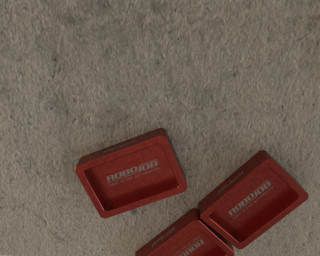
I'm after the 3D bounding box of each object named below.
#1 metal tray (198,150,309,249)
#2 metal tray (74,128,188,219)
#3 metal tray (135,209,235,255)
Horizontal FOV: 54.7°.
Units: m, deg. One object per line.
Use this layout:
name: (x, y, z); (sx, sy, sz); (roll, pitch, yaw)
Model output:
metal tray: (0.132, 0.106, 0.447); (0.090, 0.030, 0.130); (42, 104, -14)
metal tray: (-0.038, 0.064, 0.430); (0.130, 0.030, 0.090); (-21, 109, 7)
metal tray: (0.036, 0.195, 0.479); (0.130, 0.030, 0.090); (-41, 106, 13)
